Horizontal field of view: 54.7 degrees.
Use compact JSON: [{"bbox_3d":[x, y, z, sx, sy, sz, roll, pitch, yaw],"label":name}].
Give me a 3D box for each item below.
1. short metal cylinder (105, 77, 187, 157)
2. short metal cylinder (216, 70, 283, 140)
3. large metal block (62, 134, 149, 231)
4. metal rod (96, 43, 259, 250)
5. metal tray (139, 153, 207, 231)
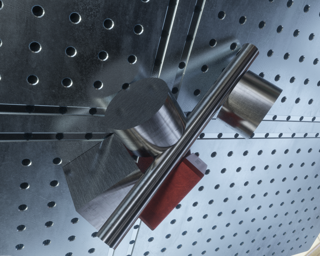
[{"bbox_3d":[-0.016,-0.013,0.360,0.080,0.080,0.050,-37,130,-4],"label":"short metal cylinder"},{"bbox_3d":[0.120,-0.031,0.418,0.080,0.050,0.080,-51,166,-17],"label":"short metal cylinder"},{"bbox_3d":[-0.064,0.064,0.381,0.080,0.080,0.050,-34,129,-6],"label":"large metal block"},{"bbox_3d":[0.033,0.006,0.365,0.301,0.025,0.025,-51,132,-20],"label":"metal rod"},{"bbox_3d":[0.021,0.079,0.419,0.090,0.030,0.130,-48,171,6],"label":"metal tray"}]
